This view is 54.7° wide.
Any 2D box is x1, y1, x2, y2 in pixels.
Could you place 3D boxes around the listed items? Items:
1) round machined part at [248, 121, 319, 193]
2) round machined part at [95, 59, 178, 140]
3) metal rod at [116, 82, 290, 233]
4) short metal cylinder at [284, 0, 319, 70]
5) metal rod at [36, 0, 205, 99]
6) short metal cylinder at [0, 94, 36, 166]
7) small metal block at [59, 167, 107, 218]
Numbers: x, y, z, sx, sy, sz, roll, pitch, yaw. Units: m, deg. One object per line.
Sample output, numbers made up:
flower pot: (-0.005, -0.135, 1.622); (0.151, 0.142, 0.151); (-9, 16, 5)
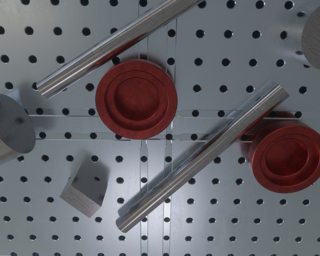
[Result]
round machined part: (0.168, 0.036, 0.419); (0.099, 0.042, 0.097); (0, 110, 0)
round machined part: (-0.028, -0.038, 0.390); (0.099, 0.042, 0.097); (0, 110, 0)
metal rod: (0.050, 0.049, 0.431); (0.299, 0.025, 0.025); (-43, 105, 14)
short metal cylinder: (0.195, -0.109, 0.361); (0.081, 0.050, 0.079); (0, 110, 0)
metal rod: (-0.020, -0.121, 0.368); (0.300, 0.025, 0.025); (-30, 108, 10)
short metal cylinder: (-0.202, 0.005, 0.384); (0.050, 0.080, 0.080); (-24, 109, 8)
small metal block: (-0.105, 0.089, 0.432); (0.050, 0.050, 0.025); (41, 105, -14)
